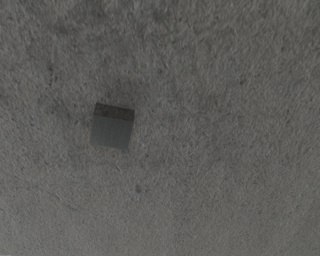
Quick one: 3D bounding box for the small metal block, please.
[{"bbox_3d":[-0.063,-0.001,0.405,0.050,0.025,0.050,10,130,-9],"label":"small metal block"}]
